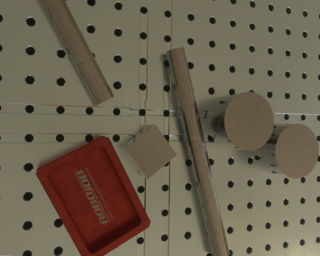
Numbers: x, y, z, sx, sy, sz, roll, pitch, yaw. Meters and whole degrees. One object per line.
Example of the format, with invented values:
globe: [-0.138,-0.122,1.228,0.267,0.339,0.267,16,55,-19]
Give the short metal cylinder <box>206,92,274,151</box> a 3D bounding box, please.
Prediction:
short metal cylinder: [0.113,-0.009,0.443,0.081,0.050,0.079,0,90,-21]

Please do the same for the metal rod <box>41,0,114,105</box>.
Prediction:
metal rod: [-0.134,-0.166,0.363,0.025,0.025,0.299,-30,100,-18]

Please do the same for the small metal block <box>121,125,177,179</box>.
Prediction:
small metal block: [-0.015,0.030,0.408,0.050,0.025,0.050,-39,103,-16]

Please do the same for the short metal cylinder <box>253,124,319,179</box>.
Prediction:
short metal cylinder: [0.191,0.033,0.472,0.081,0.050,0.079,0,90,-21]

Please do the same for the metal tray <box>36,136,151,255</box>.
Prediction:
metal tray: [-0.080,0.085,0.381,0.091,0.030,0.129,-28,100,-18]

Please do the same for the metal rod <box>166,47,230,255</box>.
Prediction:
metal rod: [0.054,0.038,0.434,0.025,0.025,0.298,-15,95,-20]
